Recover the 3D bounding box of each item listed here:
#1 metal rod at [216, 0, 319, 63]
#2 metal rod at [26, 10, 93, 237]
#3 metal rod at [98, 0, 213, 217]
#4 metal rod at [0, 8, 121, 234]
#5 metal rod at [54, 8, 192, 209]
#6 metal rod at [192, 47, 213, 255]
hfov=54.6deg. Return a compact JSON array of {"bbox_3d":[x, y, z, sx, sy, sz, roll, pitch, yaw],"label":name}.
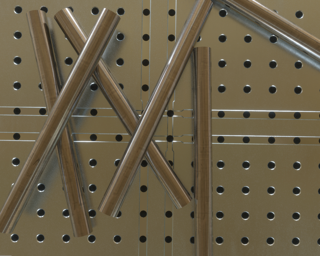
[{"bbox_3d":[0.155,-0.138,0.414,0.301,0.025,0.025,31,90,0],"label":"metal rod"},{"bbox_3d":[-0.133,-0.006,0.412,0.025,0.025,0.299,-12,90,0],"label":"metal rod"},{"bbox_3d":[-0.002,-0.033,0.393,0.025,0.025,0.299,25,82,0],"label":"metal rod"},{"bbox_3d":[-0.128,-0.009,0.386,0.025,0.025,0.299,27,90,0],"label":"metal rod"},{"bbox_3d":[-0.049,-0.025,0.413,0.025,0.025,0.299,-33,90,0],"label":"metal rod"},{"bbox_3d":[0.057,0.044,0.413,0.025,0.025,0.298,-1,90,0],"label":"metal rod"}]
